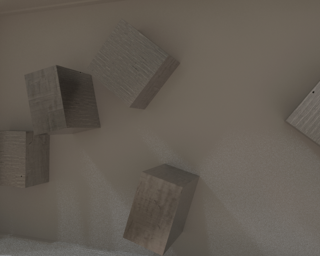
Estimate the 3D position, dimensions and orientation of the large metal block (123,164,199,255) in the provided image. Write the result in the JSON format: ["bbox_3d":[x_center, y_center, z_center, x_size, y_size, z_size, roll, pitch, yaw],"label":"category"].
[{"bbox_3d":[0.005,0.094,0.379,0.050,0.080,0.080,18,96,19],"label":"large metal block"}]

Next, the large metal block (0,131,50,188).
[{"bbox_3d":[-0.219,0.044,0.472,0.080,0.050,0.079,1,90,19],"label":"large metal block"}]

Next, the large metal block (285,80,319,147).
[{"bbox_3d":[0.194,-0.014,0.329,0.080,0.050,0.080,40,102,15],"label":"large metal block"}]

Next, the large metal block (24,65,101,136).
[{"bbox_3d":[-0.131,-0.034,0.426,0.050,0.080,0.080,-12,86,19],"label":"large metal block"}]

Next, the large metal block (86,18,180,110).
[{"bbox_3d":[-0.035,-0.082,0.408,0.080,0.050,0.080,41,103,15],"label":"large metal block"}]
